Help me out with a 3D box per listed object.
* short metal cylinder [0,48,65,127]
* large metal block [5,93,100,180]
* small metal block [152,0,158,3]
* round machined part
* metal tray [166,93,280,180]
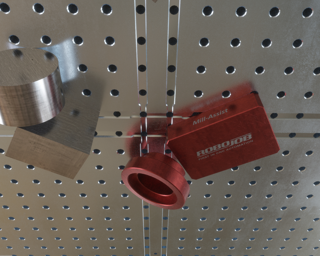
[{"bbox_3d":[-0.148,-0.046,0.335,0.081,0.080,0.050,2,130,-2],"label":"short metal cylinder"},{"bbox_3d":[-0.127,0.005,0.378,0.080,0.080,0.050,25,126,-20],"label":"large metal block"},{"bbox_3d":[-0.007,-0.153,0.281,0.050,0.025,0.050,33,123,-25],"label":"small metal block"},{"bbox_3d":[-0.003,0.072,0.445,0.098,0.042,0.097,19,144,15],"label":"round machined part"},{"bbox_3d":[0.085,0.016,0.423,0.130,0.030,0.090,-22,127,17],"label":"metal tray"}]
